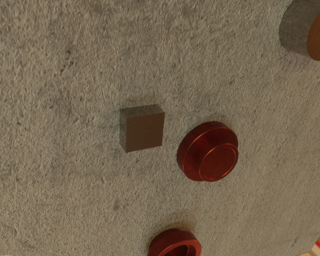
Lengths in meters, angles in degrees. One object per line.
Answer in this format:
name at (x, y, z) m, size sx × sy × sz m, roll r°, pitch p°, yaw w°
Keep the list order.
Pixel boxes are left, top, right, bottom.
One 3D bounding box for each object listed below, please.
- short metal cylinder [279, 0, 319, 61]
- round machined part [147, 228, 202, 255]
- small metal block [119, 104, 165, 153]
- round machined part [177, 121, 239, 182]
short metal cylinder at (0.213, -0.138, 0.424) m, size 0.081 × 0.050 × 0.079 m, roll -14°, pitch 125°, yaw -21°
round machined part at (0.020, 0.216, 0.543) m, size 0.099 × 0.042 × 0.097 m, roll -14°, pitch 125°, yaw -21°
small metal block at (-0.024, 0.000, 0.395) m, size 0.050 × 0.025 × 0.050 m, roll -10°, pitch 123°, yaw -24°
round machined part at (0.078, 0.042, 0.467) m, size 0.099 × 0.042 × 0.097 m, roll -14°, pitch 125°, yaw -21°
